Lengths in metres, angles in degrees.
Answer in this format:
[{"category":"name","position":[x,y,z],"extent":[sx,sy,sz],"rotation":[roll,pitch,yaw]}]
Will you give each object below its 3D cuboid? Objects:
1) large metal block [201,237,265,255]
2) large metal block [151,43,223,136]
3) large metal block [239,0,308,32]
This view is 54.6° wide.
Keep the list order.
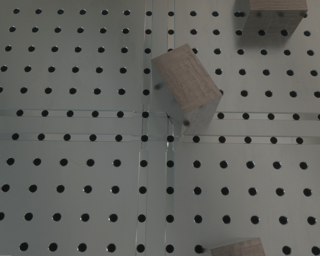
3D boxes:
[{"category":"large metal block","position":[0.082,0.162,0.324],"extent":[0.050,0.080,0.080],"rotation":[-12,71,-4]},{"category":"large metal block","position":[0.031,-0.046,0.400],"extent":[0.050,0.080,0.080],"rotation":[-27,72,-9]},{"category":"large metal block","position":[0.167,-0.194,0.470],"extent":[0.080,0.050,0.080],"rotation":[0,70,0]}]
